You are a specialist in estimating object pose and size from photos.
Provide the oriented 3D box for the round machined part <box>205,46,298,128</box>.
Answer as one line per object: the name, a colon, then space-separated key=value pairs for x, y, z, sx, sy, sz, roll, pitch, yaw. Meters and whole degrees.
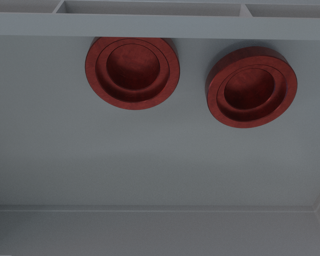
round machined part: x=0.101 y=-0.050 z=0.357 sx=0.099 sy=0.042 sz=0.097 roll=-1 pitch=130 yaw=0

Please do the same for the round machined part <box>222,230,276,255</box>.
round machined part: x=0.170 y=0.236 z=0.605 sx=0.099 sy=0.042 sz=0.097 roll=-1 pitch=130 yaw=0

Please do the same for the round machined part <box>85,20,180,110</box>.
round machined part: x=-0.028 y=-0.070 z=0.338 sx=0.099 sy=0.042 sz=0.097 roll=-1 pitch=130 yaw=0
